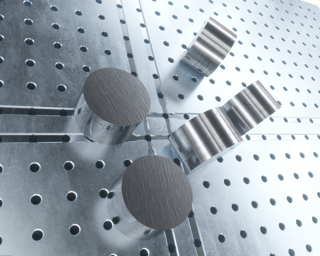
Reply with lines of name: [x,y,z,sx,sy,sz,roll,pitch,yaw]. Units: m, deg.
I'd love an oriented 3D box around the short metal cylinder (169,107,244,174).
short metal cylinder: [0.058,0.016,0.394,0.081,0.080,0.050,-20,73,-36]

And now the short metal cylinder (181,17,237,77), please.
short metal cylinder: [0.077,-0.128,0.492,0.050,0.080,0.080,33,51,-7]

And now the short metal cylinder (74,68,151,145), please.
short metal cylinder: [-0.058,-0.026,0.376,0.081,0.050,0.080,14,56,-21]

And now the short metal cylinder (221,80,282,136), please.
short metal cylinder: [0.129,-0.026,0.458,0.081,0.080,0.050,-29,78,-37]

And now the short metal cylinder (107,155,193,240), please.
short metal cylinder: [-0.012,0.076,0.339,0.081,0.050,0.080,14,56,-21]
